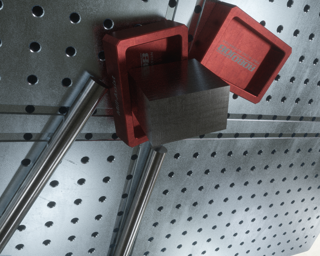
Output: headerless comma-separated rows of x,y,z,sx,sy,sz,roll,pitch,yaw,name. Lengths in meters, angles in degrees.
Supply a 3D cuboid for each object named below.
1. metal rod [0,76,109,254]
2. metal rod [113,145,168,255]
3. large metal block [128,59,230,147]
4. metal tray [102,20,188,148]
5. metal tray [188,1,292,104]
-0.153,0.069,0.371,0.025,0.025,0.299,27,103,-38,metal rod
-0.047,0.158,0.485,0.025,0.025,0.298,5,116,-31,metal rod
0.016,-0.031,0.329,0.081,0.080,0.050,-13,124,-15,large metal block
-0.011,-0.050,0.361,0.091,0.030,0.129,-23,128,-28,metal tray
0.106,-0.094,0.409,0.131,0.030,0.090,18,109,-36,metal tray
